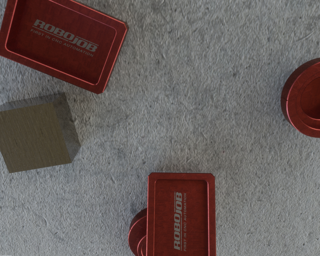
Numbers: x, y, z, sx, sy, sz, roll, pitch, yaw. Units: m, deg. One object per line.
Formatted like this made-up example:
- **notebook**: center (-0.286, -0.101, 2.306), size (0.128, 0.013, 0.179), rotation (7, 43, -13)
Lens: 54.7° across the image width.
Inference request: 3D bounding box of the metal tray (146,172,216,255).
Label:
- **metal tray**: center (0.028, 0.127, 0.420), size (0.091, 0.030, 0.129), rotation (1, 79, -2)

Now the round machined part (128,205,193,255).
- **round machined part**: center (0.001, 0.168, 0.463), size (0.099, 0.042, 0.097), rotation (0, 110, -1)

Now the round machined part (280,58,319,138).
- **round machined part**: center (0.200, -0.040, 0.389), size (0.099, 0.042, 0.097), rotation (0, 110, -1)

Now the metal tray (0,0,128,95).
- **metal tray**: center (-0.113, -0.106, 0.366), size (0.131, 0.030, 0.089), rotation (22, 108, -8)

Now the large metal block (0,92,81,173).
- **large metal block**: center (-0.157, 0.005, 0.396), size (0.080, 0.050, 0.079), rotation (-10, 110, 3)
